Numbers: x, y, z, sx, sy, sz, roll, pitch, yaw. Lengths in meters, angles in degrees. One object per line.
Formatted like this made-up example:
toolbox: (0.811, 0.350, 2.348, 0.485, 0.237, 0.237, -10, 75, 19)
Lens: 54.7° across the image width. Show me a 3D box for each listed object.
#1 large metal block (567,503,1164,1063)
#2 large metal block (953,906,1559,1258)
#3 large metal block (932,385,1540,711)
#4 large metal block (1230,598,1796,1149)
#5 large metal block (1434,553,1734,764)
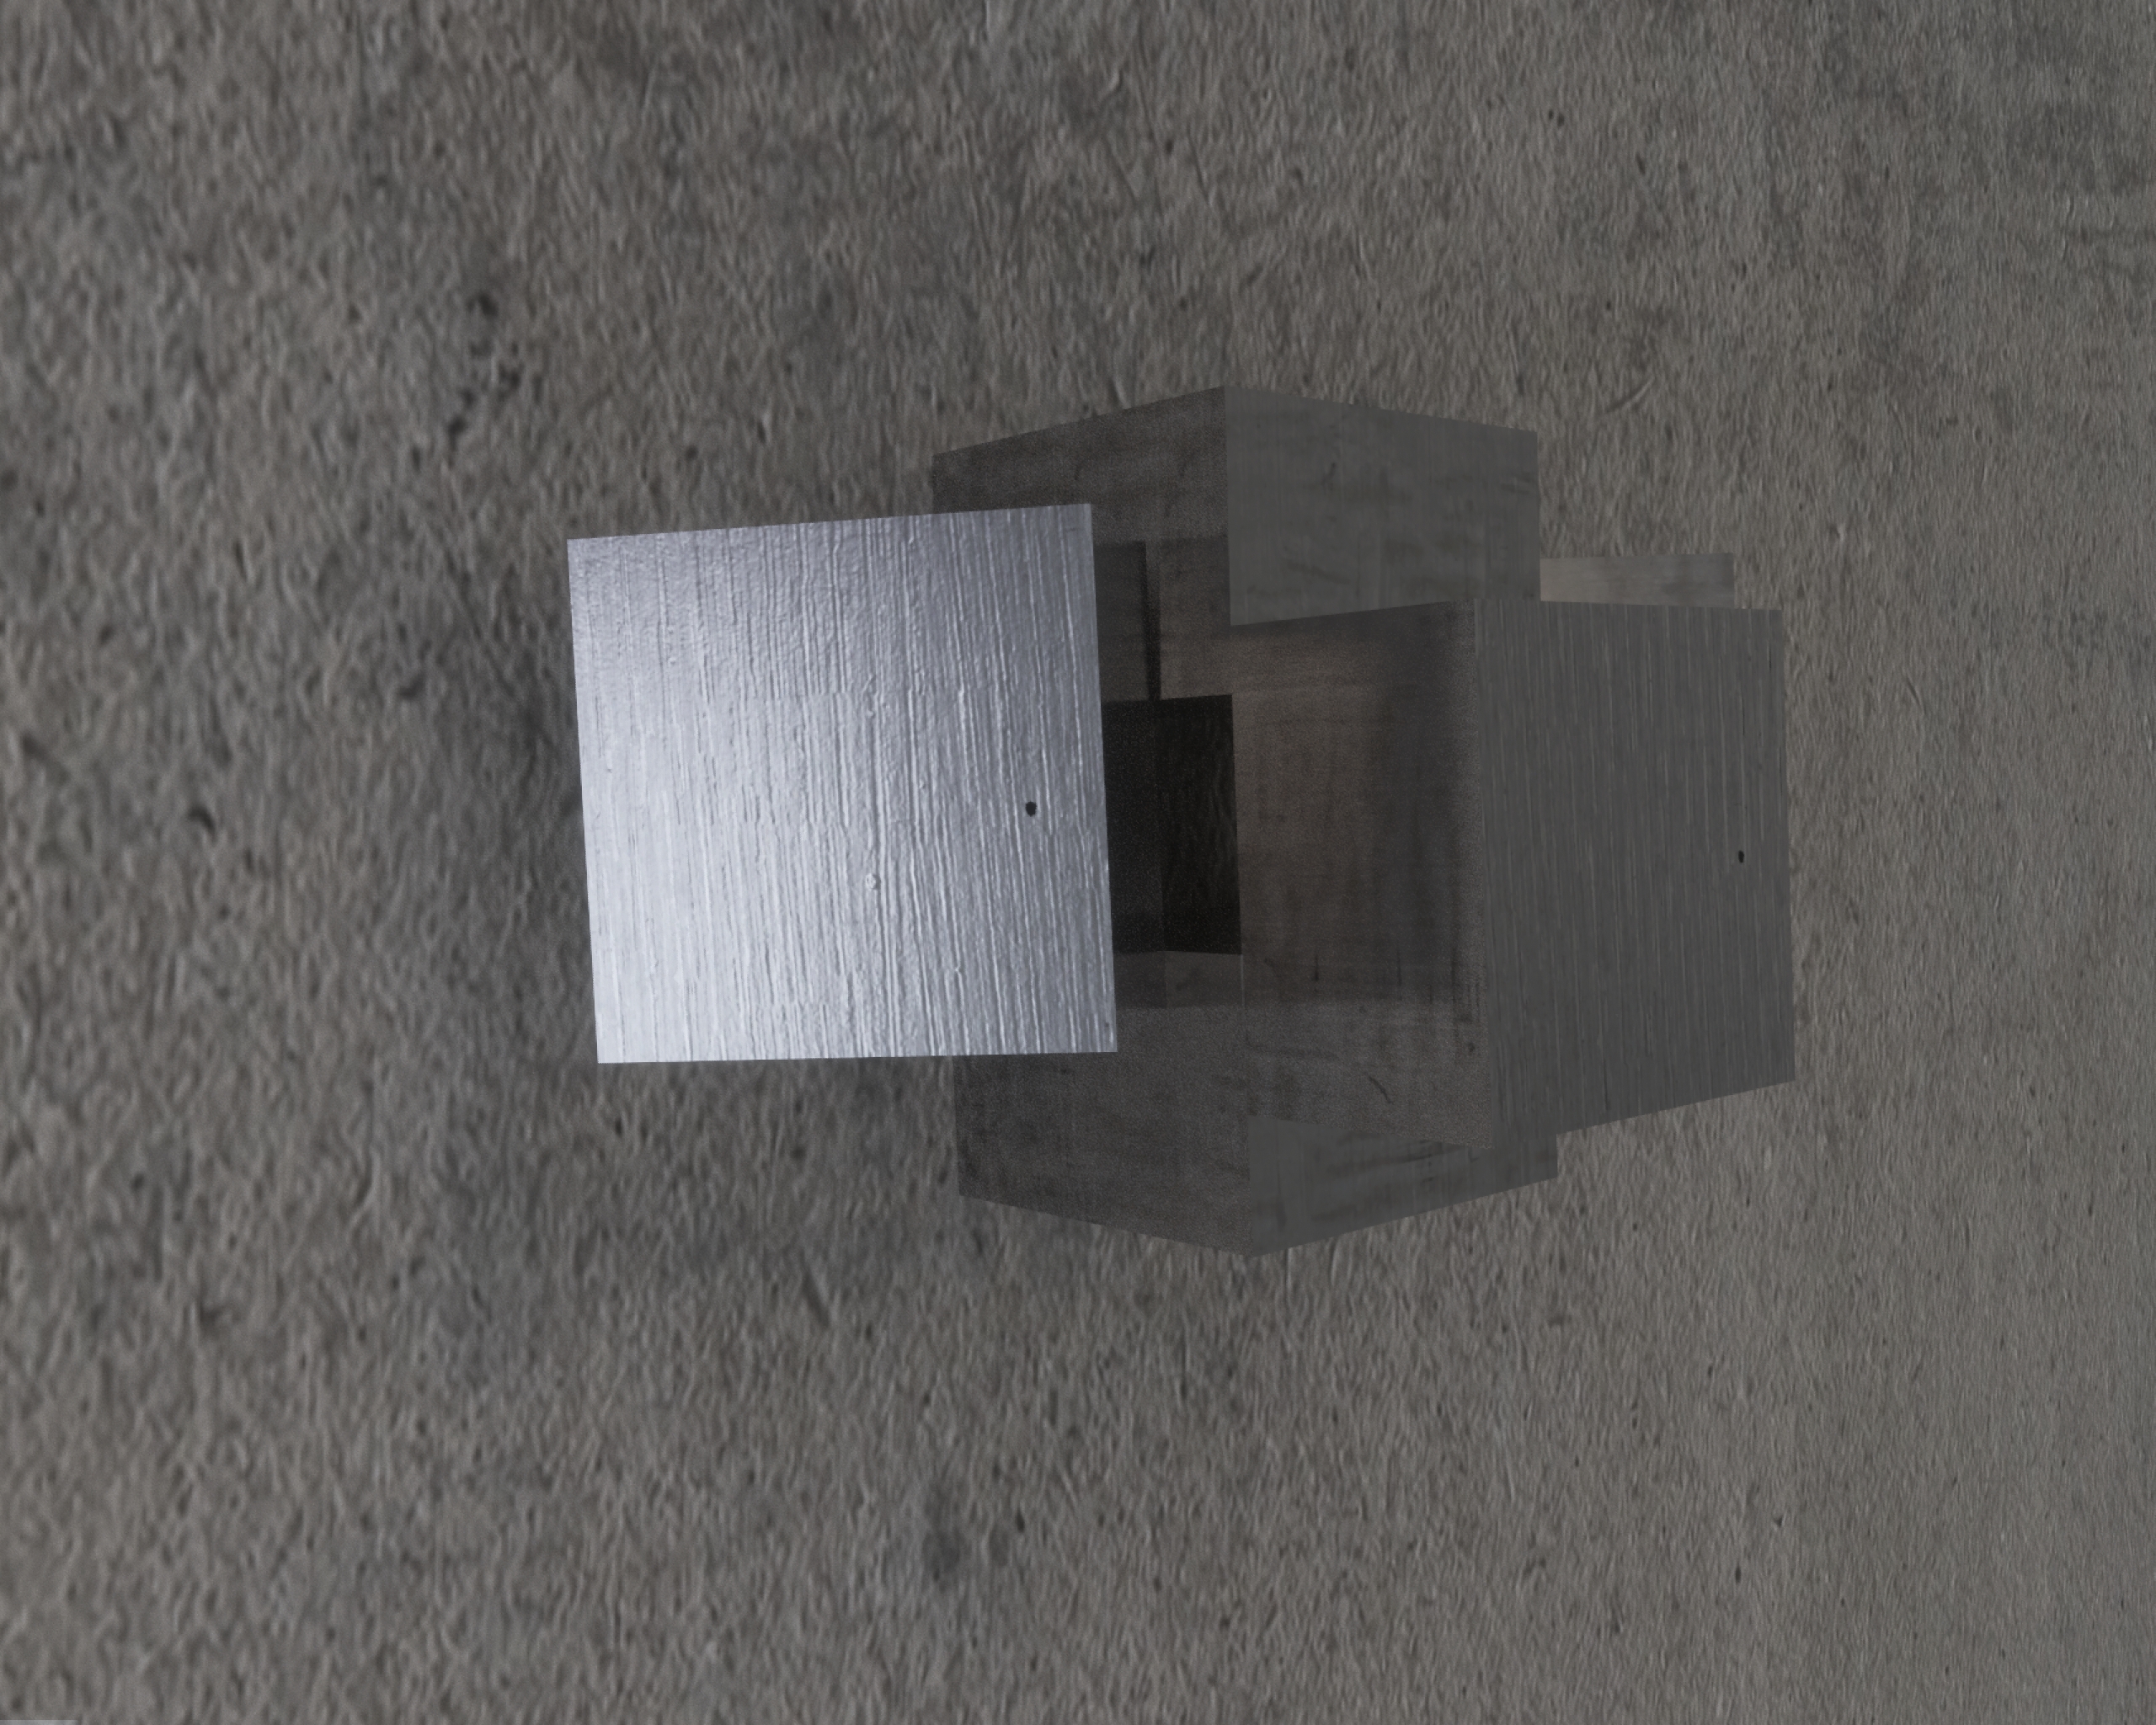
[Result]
large metal block: (-0.031, -0.012, 0.334, 0.050, 0.080, 0.079, -16, 104, -79)
large metal block: (0.033, 0.037, 0.396, 0.081, 0.080, 0.050, -5, 93, -40)
large metal block: (0.029, -0.054, 0.393, 0.081, 0.080, 0.050, -3, 92, -40)
large metal block: (0.073, -0.001, 0.345, 0.081, 0.050, 0.079, -4, 93, -40)
large metal block: (0.100, -0.021, 0.443, 0.050, 0.080, 0.079, -3, 92, -6)
